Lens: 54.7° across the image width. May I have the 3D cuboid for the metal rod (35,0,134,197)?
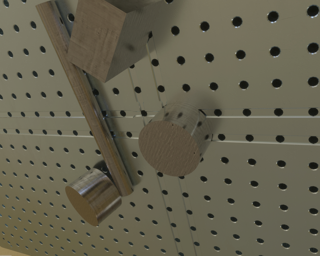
[{"bbox_3d":[-0.099,-0.027,0.446,0.025,0.025,0.298,-5,116,30],"label":"metal rod"}]

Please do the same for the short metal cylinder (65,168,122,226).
[{"bbox_3d":[-0.109,0.113,0.508,0.080,0.050,0.079,30,139,30],"label":"short metal cylinder"}]

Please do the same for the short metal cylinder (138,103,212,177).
[{"bbox_3d":[0.020,0.014,0.393,0.080,0.050,0.079,13,124,21],"label":"short metal cylinder"}]

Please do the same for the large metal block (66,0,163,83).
[{"bbox_3d":[-0.048,-0.107,0.335,0.050,0.080,0.079,33,129,7],"label":"large metal block"}]
